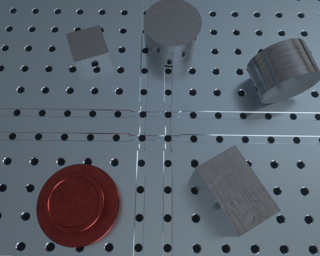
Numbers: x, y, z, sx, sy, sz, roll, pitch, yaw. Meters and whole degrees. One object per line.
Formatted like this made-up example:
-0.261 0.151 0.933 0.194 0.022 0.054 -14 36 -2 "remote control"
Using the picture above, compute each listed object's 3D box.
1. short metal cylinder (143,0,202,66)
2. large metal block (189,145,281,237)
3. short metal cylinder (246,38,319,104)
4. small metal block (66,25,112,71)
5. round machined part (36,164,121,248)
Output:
0.017 -0.138 0.449 0.081 0.050 0.080 0 70 0 "short metal cylinder"
0.080 0.076 0.356 0.050 0.080 0.080 -29 73 -10 "large metal block"
0.163 -0.073 0.411 0.081 0.080 0.050 -15 71 -6 "short metal cylinder"
-0.104 -0.117 0.453 0.050 0.025 0.050 -18 71 -7 "small metal block"
-0.098 0.090 0.369 0.099 0.042 0.098 0 70 -1 "round machined part"
